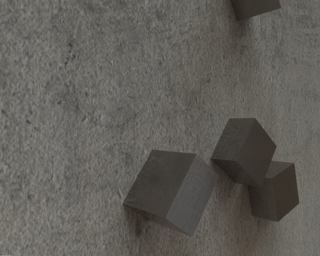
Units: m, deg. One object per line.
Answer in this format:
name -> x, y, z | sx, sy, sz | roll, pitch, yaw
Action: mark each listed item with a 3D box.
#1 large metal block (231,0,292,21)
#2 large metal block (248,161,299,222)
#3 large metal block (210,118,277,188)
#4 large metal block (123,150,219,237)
large metal block -> 0.161, -0.232, 0.506 | 0.050, 0.080, 0.080 | -39, 114, -33
large metal block -> 0.207, 0.112, 0.566 | 0.081, 0.050, 0.079 | -19, 102, -39
large metal block -> 0.139, 0.040, 0.508 | 0.080, 0.050, 0.080 | 44, 64, -32
large metal block -> 0.013, 0.076, 0.382 | 0.050, 0.080, 0.080 | 44, 63, -32
